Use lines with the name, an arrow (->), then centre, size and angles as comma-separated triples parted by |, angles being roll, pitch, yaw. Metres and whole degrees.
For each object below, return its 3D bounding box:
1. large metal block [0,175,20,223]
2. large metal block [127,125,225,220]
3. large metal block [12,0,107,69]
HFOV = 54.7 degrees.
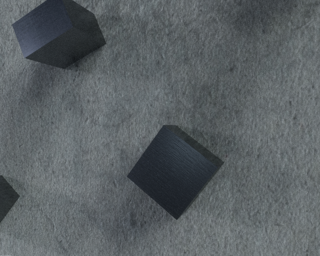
large metal block -> -0.282, 0.124, 0.477 | 0.050, 0.080, 0.080 | 42, 103, 15
large metal block -> 0.020, 0.052, 0.388 | 0.080, 0.050, 0.080 | 38, 102, 15
large metal block -> -0.135, -0.129, 0.426 | 0.080, 0.080, 0.050 | -25, 82, 18
